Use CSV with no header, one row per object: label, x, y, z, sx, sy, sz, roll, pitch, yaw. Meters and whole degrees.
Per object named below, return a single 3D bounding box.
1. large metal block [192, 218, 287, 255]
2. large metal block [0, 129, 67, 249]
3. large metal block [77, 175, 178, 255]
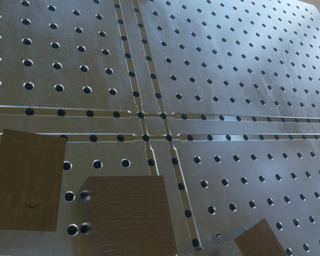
large metal block,0.092,0.153,0.331,0.050,0.080,0.080,-18,71,-35
large metal block,-0.120,0.058,0.274,0.050,0.080,0.080,11,57,-23
large metal block,-0.036,0.095,0.316,0.081,0.050,0.080,4,60,-27
